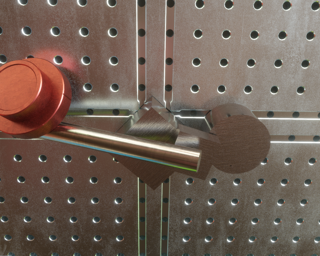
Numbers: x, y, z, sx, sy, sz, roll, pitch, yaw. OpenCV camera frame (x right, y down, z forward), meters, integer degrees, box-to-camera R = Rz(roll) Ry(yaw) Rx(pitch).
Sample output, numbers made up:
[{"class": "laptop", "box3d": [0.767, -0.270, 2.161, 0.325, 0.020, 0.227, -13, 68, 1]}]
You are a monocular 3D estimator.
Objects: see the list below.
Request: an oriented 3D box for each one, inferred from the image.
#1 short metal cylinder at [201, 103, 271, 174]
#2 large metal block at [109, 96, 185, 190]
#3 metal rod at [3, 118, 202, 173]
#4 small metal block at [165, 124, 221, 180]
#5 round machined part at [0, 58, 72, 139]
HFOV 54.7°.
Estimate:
[{"class": "short metal cylinder", "box3d": [0.096, 0.013, 0.406, 0.081, 0.050, 0.079, 0, 110, -1]}, {"class": "large metal block", "box3d": [-0.009, 0.019, 0.405, 0.080, 0.050, 0.080, 42, 104, -14]}, {"class": "metal rod", "box3d": [-0.102, 0.008, 0.369, 0.301, 0.025, 0.025, 11, 111, 13]}, {"class": "small metal block", "box3d": [0.038, 0.029, 0.369, 0.050, 0.025, 0.050, 17, 109, -7]}, {"class": "round machined part", "box3d": [-0.158, -0.039, 0.359, 0.098, 0.042, 0.098, -3, 71, 10]}]
